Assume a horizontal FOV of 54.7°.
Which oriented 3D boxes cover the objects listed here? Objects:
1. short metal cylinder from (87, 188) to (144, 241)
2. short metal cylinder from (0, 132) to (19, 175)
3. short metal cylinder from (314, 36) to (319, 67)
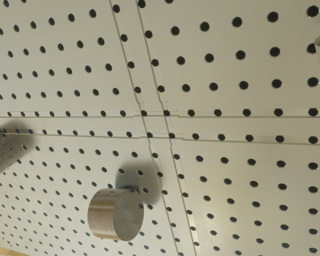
[{"bbox_3d":[-0.069,0.137,0.497,0.050,0.080,0.080,-6,116,31],"label":"short metal cylinder"},{"bbox_3d":[-0.322,0.051,0.597,0.080,0.050,0.079,13,124,21],"label":"short metal cylinder"},{"bbox_3d":[0.173,-0.058,0.249,0.080,0.080,0.050,-11,113,33],"label":"short metal cylinder"}]
